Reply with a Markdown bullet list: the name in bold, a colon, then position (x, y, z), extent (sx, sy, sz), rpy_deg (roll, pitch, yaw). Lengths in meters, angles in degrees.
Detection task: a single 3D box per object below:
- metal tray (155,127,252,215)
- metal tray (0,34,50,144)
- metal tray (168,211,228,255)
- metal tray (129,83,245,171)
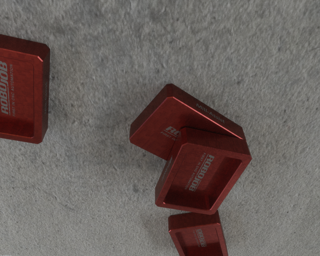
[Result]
- **metal tray**: position (0.053, 0.063, 0.418), extent (0.091, 0.030, 0.129), rpy_deg (12, 129, -11)
- **metal tray**: position (-0.181, -0.043, 0.364), extent (0.091, 0.030, 0.129), rpy_deg (11, 129, -10)
- **metal tray**: position (0.074, 0.207, 0.581), extent (0.090, 0.030, 0.129), rpy_deg (-12, 130, 9)
- **metal tray**: position (0.037, 0.009, 0.412), extent (0.131, 0.030, 0.090), rpy_deg (29, 124, -23)
